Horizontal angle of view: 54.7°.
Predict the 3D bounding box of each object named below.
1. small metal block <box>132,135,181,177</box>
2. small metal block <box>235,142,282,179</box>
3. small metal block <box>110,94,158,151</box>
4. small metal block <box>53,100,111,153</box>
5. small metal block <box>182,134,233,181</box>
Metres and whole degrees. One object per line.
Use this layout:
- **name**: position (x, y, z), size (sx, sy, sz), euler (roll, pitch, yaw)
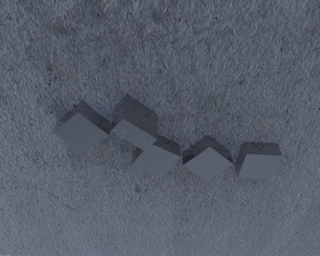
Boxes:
- **small metal block**: position (-0.005, 0.038, 0.439), size (0.050, 0.025, 0.050), euler (25, 126, -20)
- **small metal block**: position (0.141, 0.048, 0.449), size (0.050, 0.025, 0.050), euler (3, 130, -3)
- **small metal block**: position (-0.031, -0.007, 0.384), size (0.050, 0.050, 0.025), euler (33, 123, -25)
- **small metal block**: position (-0.101, 0.000, 0.406), size (0.050, 0.025, 0.050), euler (-34, 123, 25)
- **small metal block**: position (0.068, 0.044, 0.445), size (0.050, 0.025, 0.050), euler (36, 122, -27)
